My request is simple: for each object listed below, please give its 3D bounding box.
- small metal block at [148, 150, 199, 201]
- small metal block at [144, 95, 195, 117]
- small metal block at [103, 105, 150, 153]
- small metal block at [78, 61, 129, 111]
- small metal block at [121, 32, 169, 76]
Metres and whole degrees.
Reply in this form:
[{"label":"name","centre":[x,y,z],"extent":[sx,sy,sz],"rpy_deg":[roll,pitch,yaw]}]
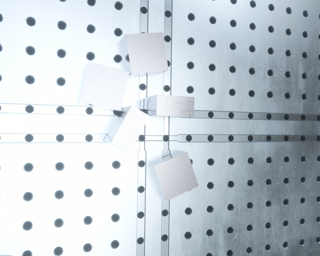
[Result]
[{"label":"small metal block","centre":[0.018,0.064,0.421],"extent":[0.050,0.025,0.050],"rpy_deg":[-21,97,-19]},{"label":"small metal block","centre":[0.011,-0.027,0.404],"extent":[0.050,0.050,0.025],"rpy_deg":[2,90,-20]},{"label":"small metal block","centre":[-0.043,0.001,0.384],"extent":[0.025,0.050,0.050],"rpy_deg":[31,80,-18]},{"label":"small metal block","centre":[-0.071,-0.050,0.387],"extent":[0.050,0.025,0.050],"rpy_deg":[13,86,-20]},{"label":"small metal block","centre":[-0.020,-0.096,0.406],"extent":[0.050,0.025,0.050],"rpy_deg":[-9,93,-20]}]
